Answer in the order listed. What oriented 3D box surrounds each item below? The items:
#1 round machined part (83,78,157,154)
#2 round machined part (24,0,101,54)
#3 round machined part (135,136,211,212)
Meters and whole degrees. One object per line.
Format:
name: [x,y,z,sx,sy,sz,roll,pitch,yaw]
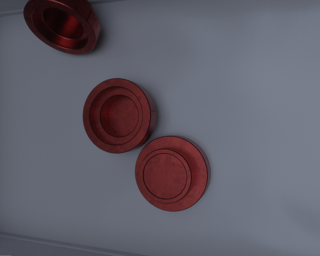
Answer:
round machined part: [-0.050,-0.016,0.418,0.098,0.042,0.097,0,90,19]
round machined part: [-0.128,-0.150,0.423,0.098,0.098,0.042,5,62,19]
round machined part: [0.012,0.059,0.396,0.098,0.042,0.097,0,90,19]
